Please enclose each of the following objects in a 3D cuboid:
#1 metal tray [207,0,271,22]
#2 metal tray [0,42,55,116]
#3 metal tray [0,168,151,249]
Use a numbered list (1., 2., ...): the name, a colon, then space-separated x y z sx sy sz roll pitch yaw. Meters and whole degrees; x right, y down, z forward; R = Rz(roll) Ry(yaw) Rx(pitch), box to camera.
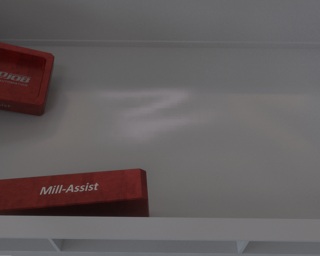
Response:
1. metal tray: 0.151 -0.270 0.631 0.091 0.030 0.130 -17 52 -14
2. metal tray: -0.219 -0.072 0.422 0.131 0.030 0.090 10 61 -17
3. metal tray: -0.076 0.079 0.295 0.131 0.090 0.030 -4 50 -4
